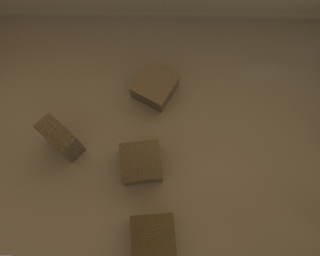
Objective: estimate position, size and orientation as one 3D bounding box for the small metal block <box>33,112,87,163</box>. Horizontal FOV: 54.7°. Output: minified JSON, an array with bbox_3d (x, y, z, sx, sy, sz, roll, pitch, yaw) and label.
[{"bbox_3d":[-0.125,0.013,0.390,0.050,0.050,0.025,40,75,13],"label":"small metal block"}]

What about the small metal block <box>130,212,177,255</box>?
[{"bbox_3d":[-0.008,0.127,0.363,0.050,0.025,0.050,-4,70,-2],"label":"small metal block"}]

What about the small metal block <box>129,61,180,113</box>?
[{"bbox_3d":[-0.007,-0.057,0.430,0.050,0.025,0.050,29,72,10],"label":"small metal block"}]

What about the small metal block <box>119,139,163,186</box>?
[{"bbox_3d":[-0.024,0.044,0.393,0.050,0.025,0.050,-6,70,-3],"label":"small metal block"}]
